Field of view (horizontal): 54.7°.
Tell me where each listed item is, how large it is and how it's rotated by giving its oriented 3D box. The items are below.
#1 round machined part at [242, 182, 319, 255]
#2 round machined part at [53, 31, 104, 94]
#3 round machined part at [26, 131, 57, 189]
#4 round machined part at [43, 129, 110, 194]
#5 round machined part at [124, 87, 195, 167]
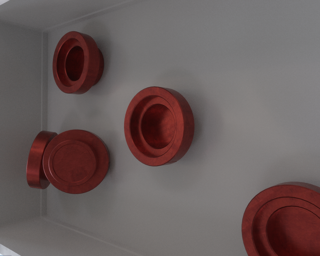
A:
[{"bbox_3d":[0.131,0.099,0.288,0.098,0.042,0.097,0,90,40],"label":"round machined part"},{"bbox_3d":[-0.129,-0.103,0.502,0.098,0.042,0.097,0,90,40],"label":"round machined part"},{"bbox_3d":[-0.186,0.056,0.526,0.042,0.098,0.097,9,98,-3],"label":"round machined part"},{"bbox_3d":[-0.127,0.051,0.466,0.099,0.042,0.097,0,89,-3],"label":"round machined part"},{"bbox_3d":[0.003,-0.002,0.393,0.098,0.042,0.097,0,90,40],"label":"round machined part"}]
